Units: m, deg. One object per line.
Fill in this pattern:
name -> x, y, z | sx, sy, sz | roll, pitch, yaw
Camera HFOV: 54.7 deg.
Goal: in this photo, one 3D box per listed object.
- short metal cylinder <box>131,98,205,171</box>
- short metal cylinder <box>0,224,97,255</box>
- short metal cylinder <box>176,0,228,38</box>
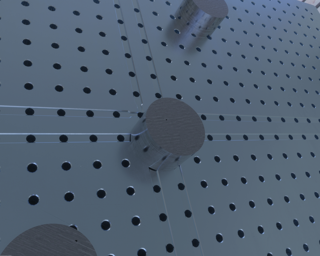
short metal cylinder -> 0.009, 0.008, 0.394 | 0.081, 0.050, 0.080 | 14, 56, -21
short metal cylinder -> -0.098, 0.127, 0.262 | 0.081, 0.050, 0.080 | 14, 56, -21
short metal cylinder -> 0.077, -0.213, 0.566 | 0.081, 0.050, 0.080 | 14, 56, -21
